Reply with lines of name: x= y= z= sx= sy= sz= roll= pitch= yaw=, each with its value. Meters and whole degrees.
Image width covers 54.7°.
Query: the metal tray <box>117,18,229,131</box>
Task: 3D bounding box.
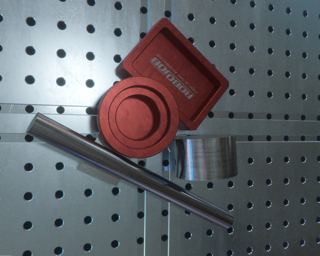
metal tray: x=0.020 y=-0.069 z=0.418 sx=0.130 sy=0.030 sz=0.090 roll=42 pitch=76 yaw=-15

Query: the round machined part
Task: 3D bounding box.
round machined part: x=-0.029 y=-0.013 z=0.385 sx=0.099 sy=0.042 sz=0.097 roll=0 pitch=90 yaw=-18

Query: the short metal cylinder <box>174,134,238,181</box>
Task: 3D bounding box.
short metal cylinder: x=0.059 y=0.036 z=0.405 sx=0.081 sy=0.080 sz=0.050 roll=-4 pitch=92 yaw=-20

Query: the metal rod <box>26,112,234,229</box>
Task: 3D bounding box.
metal rod: x=-0.017 y=0.065 z=0.386 sx=0.301 sy=0.025 sz=0.025 roll=32 pitch=80 yaw=-26

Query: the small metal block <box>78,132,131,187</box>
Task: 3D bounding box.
small metal block: x=-0.067 y=0.038 z=0.389 sx=0.050 sy=0.025 sz=0.050 roll=30 pitch=80 yaw=-18
